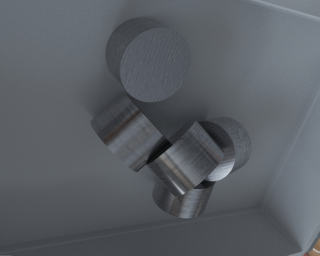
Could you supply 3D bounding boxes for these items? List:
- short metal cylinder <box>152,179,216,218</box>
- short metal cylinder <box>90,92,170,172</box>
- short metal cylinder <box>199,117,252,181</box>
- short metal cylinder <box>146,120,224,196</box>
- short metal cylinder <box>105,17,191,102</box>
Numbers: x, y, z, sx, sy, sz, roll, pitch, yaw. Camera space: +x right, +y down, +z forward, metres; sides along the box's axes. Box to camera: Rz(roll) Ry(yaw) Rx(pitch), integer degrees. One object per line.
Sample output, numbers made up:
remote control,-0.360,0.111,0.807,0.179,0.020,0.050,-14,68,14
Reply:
short metal cylinder,0.034,0.082,0.442,0.081,0.080,0.050,0,118,-29
short metal cylinder,-0.033,0.004,0.357,0.050,0.080,0.080,-42,129,1
short metal cylinder,0.076,0.027,0.423,0.050,0.080,0.079,-13,128,-51
short metal cylinder,0.029,0.035,0.369,0.080,0.080,0.050,-42,93,1
short metal cylinder,-0.013,-0.075,0.339,0.081,0.050,0.079,-14,124,-21
